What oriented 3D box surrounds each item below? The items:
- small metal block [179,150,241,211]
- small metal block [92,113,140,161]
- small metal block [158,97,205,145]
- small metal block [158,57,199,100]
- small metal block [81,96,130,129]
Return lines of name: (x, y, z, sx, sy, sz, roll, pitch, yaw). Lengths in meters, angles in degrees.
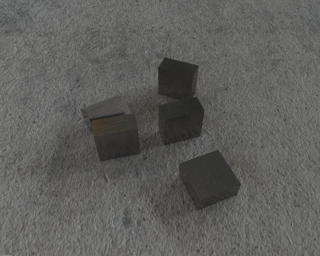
small metal block: (0.055, 0.059, 0.354, 0.050, 0.025, 0.050, -18, 52, -15)
small metal block: (-0.052, 0.012, 0.376, 0.050, 0.050, 0.025, -10, 51, -8)
small metal block: (0.026, -0.008, 0.394, 0.050, 0.050, 0.025, -14, 52, -11)
small metal block: (0.026, -0.068, 0.445, 0.050, 0.050, 0.025, 17, 52, 14)
small metal block: (-0.072, -0.021, 0.403, 0.050, 0.025, 0.050, -23, 13, -19)
